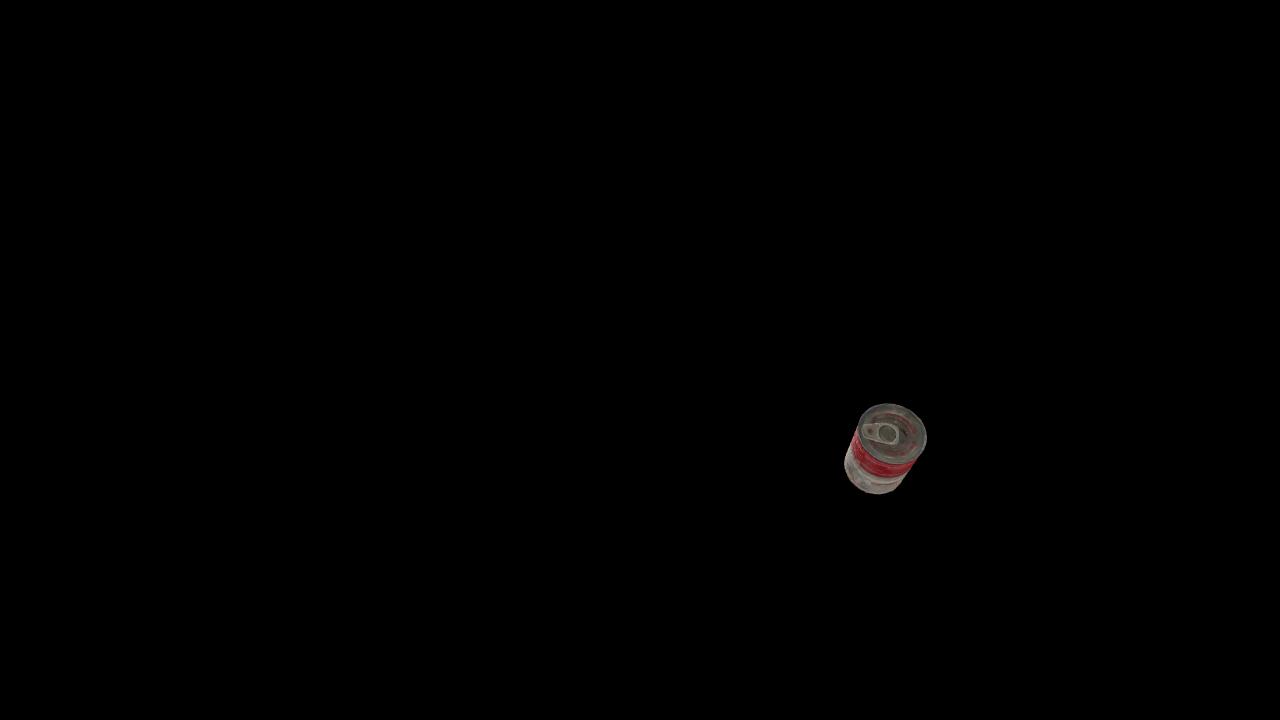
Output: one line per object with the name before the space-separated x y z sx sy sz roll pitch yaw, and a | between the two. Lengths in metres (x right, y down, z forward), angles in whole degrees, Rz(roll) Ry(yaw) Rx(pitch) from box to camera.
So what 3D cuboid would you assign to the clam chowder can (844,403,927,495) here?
clam chowder can | 0.263 0.100 0.669 0.068 0.068 0.102 0 -31 9
